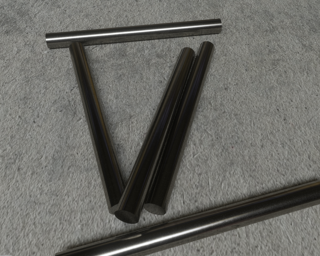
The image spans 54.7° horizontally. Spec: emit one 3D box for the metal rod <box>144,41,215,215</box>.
[{"bbox_3d":[0.036,-0.024,0.422,0.025,0.025,0.300,13,51,10],"label":"metal rod"}]

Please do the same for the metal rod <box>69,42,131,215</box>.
[{"bbox_3d":[-0.090,-0.023,0.421,0.025,0.025,0.300,-14,52,-12],"label":"metal rod"}]

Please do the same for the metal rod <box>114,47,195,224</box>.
[{"bbox_3d":[0.006,-0.017,0.403,0.025,0.025,0.301,12,47,9],"label":"metal rod"}]

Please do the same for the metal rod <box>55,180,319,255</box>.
[{"bbox_3d":[0.049,0.099,0.319,0.302,0.025,0.025,-12,51,-11],"label":"metal rod"}]

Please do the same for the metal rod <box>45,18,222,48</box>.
[{"bbox_3d":[-0.042,-0.166,0.542,0.302,0.025,0.025,-7,51,-6],"label":"metal rod"}]
